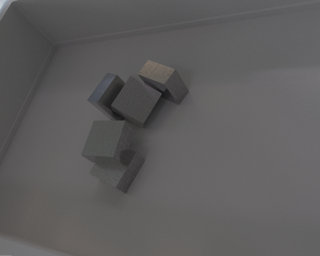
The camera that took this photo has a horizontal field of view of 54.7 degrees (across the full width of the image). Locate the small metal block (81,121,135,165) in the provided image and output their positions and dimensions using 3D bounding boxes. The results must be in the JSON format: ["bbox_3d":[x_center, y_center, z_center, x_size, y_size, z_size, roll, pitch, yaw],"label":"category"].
[{"bbox_3d":[-0.066,0.018,0.398,0.050,0.025,0.050,1,62,28],"label":"small metal block"}]

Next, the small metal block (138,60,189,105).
[{"bbox_3d":[0.005,-0.062,0.425,0.050,0.050,0.025,27,77,37],"label":"small metal block"}]

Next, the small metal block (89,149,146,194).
[{"bbox_3d":[-0.056,0.050,0.404,0.050,0.025,0.050,19,72,35],"label":"small metal block"}]

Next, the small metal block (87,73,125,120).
[{"bbox_3d":[-0.068,-0.044,0.450,0.025,0.050,0.050,20,72,46],"label":"small metal block"}]

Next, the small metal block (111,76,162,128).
[{"bbox_3d":[-0.032,-0.036,0.430,0.050,0.025,0.050,30,76,4],"label":"small metal block"}]
